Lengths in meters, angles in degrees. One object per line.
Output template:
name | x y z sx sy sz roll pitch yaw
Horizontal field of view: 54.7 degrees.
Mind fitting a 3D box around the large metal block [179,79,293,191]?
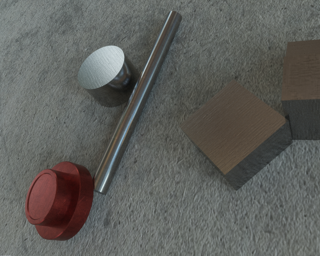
large metal block | 0.082 0.007 0.340 0.080 0.050 0.080 -41 51 0

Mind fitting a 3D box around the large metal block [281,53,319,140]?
large metal block | 0.166 -0.028 0.299 0.080 0.080 0.050 0 62 27

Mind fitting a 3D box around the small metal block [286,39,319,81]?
small metal block | 0.173 -0.074 0.358 0.050 0.025 0.050 3 63 29

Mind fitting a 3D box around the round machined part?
round machined part | -0.132 0.089 0.390 0.098 0.042 0.098 -19 58 35

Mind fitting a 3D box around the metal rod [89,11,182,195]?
metal rod | -0.028 -0.049 0.447 0.025 0.025 0.300 9 66 31

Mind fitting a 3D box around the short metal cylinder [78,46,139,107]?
short metal cylinder | -0.077 -0.078 0.475 0.080 0.050 0.080 -13 56 20
